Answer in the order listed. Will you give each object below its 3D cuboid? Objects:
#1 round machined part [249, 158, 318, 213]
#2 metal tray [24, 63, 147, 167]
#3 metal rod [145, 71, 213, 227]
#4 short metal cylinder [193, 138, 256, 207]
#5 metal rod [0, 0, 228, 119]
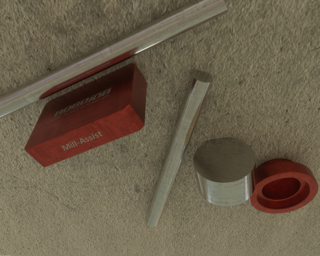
[{"bbox_3d":[0.181,0.084,0.470,0.099,0.042,0.097,0,130,0],"label":"round machined part"},{"bbox_3d":[-0.080,-0.016,0.350,0.130,0.090,0.030,-21,127,17],"label":"metal tray"},{"bbox_3d":[0.018,0.052,0.451,0.025,0.025,0.298,9,130,-8],"label":"metal rod"},{"bbox_3d":[0.088,0.059,0.422,0.080,0.080,0.050,-8,130,7],"label":"short metal cylinder"},{"bbox_3d":[-0.073,-0.073,0.344,0.300,0.025,0.025,-21,127,16],"label":"metal rod"}]
